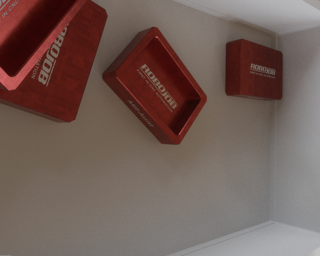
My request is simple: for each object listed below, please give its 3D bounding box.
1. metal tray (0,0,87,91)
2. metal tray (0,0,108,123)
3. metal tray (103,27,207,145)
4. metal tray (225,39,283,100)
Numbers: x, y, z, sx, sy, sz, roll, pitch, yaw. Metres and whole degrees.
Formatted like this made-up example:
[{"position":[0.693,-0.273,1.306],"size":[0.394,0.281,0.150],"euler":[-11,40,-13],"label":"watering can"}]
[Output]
[{"position":[-0.110,-0.105,0.240],"size":[0.130,0.030,0.090],"euler":[-61,161,-21],"label":"metal tray"},{"position":[-0.113,-0.079,0.308],"size":[0.090,0.030,0.130],"euler":[23,76,-38],"label":"metal tray"},{"position":[0.000,-0.051,0.402],"size":[0.130,0.030,0.090],"euler":[49,61,-29],"label":"metal tray"},{"position":[0.168,-0.098,0.544],"size":[0.131,0.030,0.089],"euler":[1,89,-40],"label":"metal tray"}]
